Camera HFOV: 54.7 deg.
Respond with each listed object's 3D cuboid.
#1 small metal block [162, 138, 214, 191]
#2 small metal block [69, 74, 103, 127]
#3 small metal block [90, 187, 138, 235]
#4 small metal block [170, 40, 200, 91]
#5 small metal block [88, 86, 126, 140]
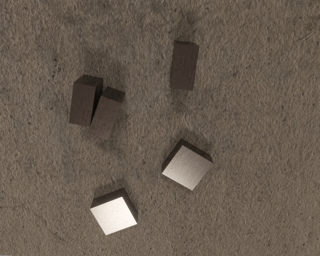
[{"bbox_3d":[0.037,0.050,0.429,0.050,0.025,0.050,31,107,-11],"label":"small metal block"},{"bbox_3d":[-0.091,-0.035,0.382,0.025,0.050,0.050,11,110,-4],"label":"small metal block"},{"bbox_3d":[-0.066,0.122,0.454,0.050,0.025,0.050,-22,109,7],"label":"small metal block"},{"bbox_3d":[0.028,-0.076,0.369,0.025,0.050,0.050,6,110,-3],"label":"small metal block"},{"bbox_3d":[-0.066,-0.020,0.388,0.025,0.050,0.050,21,109,-8],"label":"small metal block"}]
